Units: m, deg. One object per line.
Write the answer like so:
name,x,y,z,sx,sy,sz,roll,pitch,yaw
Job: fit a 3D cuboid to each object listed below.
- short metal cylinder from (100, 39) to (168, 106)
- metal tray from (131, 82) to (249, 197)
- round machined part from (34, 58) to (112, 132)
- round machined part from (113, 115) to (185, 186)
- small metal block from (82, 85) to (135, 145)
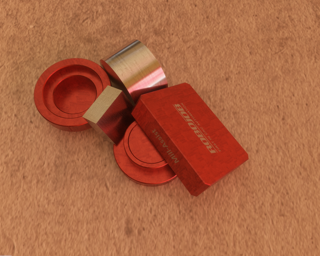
short metal cylinder,-0.034,-0.068,0.405,0.050,0.080,0.080,-36,74,-12
metal tray,0.037,0.008,0.381,0.091,0.030,0.130,-22,68,-42
round machined part,-0.111,-0.040,0.414,0.099,0.042,0.098,0,70,-1
round machined part,-0.010,0.022,0.392,0.099,0.042,0.098,0,70,-1
small metal block,-0.059,-0.015,0.382,0.025,0.050,0.050,23,69,34
